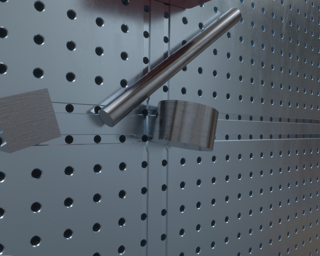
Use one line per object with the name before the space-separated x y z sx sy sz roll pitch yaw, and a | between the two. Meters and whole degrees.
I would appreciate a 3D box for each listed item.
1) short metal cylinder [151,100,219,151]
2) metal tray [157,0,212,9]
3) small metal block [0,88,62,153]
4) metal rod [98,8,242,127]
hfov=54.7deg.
short metal cylinder | 0.032 -0.001 0.403 0.081 0.080 0.050 17 80 -39
metal tray | 0.021 -0.188 0.386 0.131 0.090 0.030 -3 93 -40
small metal block | -0.131 -0.008 0.300 0.050 0.025 0.050 -21 104 -38
metal rod | 0.031 -0.099 0.437 0.301 0.025 0.025 -44 117 -31
